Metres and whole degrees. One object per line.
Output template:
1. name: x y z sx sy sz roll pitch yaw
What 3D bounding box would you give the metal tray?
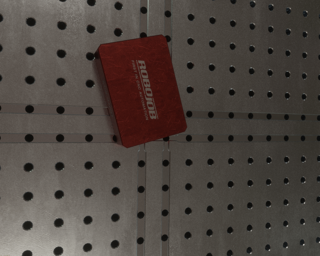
1. metal tray: -0.024 -0.048 0.402 0.091 0.030 0.129 -16 96 -20
